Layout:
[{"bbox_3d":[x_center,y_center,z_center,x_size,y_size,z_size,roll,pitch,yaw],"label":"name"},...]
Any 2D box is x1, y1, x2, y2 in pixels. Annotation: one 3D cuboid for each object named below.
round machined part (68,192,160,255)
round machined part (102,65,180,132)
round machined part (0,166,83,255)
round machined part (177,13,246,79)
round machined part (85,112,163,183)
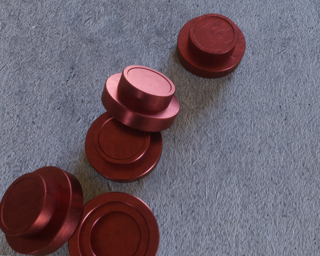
[{"bbox_3d":[-0.050,0.125,0.353,0.099,0.042,0.098,0,70,0],"label":"round machined part"},{"bbox_3d":[-0.020,-0.043,0.387,0.099,0.042,0.098,18,34,-12],"label":"round machined part"},{"bbox_3d":[-0.138,0.088,0.344,0.098,0.042,0.098,-14,58,23],"label":"round machined part"},{"bbox_3d":[0.074,-0.124,0.445,0.099,0.042,0.098,0,70,0],"label":"round machined part"},{"bbox_3d":[-0.046,0.018,0.392,0.099,0.042,0.098,0,70,0],"label":"round machined part"}]
